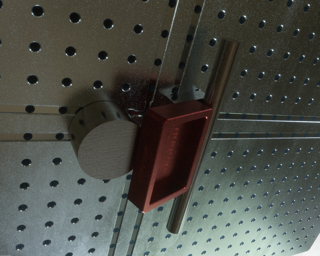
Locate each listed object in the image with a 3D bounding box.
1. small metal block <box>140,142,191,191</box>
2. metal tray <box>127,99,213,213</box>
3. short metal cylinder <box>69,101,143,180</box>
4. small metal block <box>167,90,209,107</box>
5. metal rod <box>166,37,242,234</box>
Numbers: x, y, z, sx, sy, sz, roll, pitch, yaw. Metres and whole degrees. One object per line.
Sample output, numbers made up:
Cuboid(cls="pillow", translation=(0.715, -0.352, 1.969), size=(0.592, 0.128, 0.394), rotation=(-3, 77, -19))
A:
Cuboid(cls="small metal block", translation=(0.009, 0.057, 0.452), size=(0.050, 0.025, 0.050), rotation=(-43, 130, 1))
Cuboid(cls="metal tray", translation=(0.012, 0.034, 0.386), size=(0.091, 0.030, 0.129), rotation=(-15, 127, -44))
Cuboid(cls="short metal cylinder", translation=(-0.063, 0.014, 0.370), size=(0.081, 0.050, 0.079), rotation=(-14, 125, -21))
Cuboid(cls="small metal block", translation=(0.037, -0.020, 0.421), size=(0.050, 0.025, 0.050), rotation=(-14, 125, -21))
Cuboid(cls="metal rod", translation=(0.053, 0.028, 0.426), size=(0.025, 0.025, 0.298), rotation=(-1, 119, -28))
